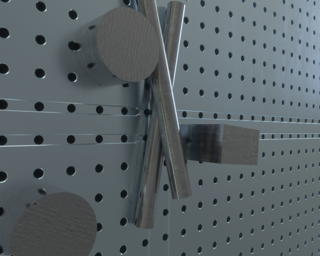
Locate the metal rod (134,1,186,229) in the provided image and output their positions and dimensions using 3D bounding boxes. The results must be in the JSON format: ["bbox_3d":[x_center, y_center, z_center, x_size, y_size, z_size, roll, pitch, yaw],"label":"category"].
[{"bbox_3d":[0.001,-0.022,0.409,0.025,0.025,0.298,14,81,-39],"label":"metal rod"}]

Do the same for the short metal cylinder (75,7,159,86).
[{"bbox_3d":[-0.048,-0.090,0.353,0.081,0.050,0.079,0,90,-40],"label":"short metal cylinder"}]

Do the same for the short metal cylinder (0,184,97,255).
[{"bbox_3d":[-0.110,0.098,0.301,0.081,0.050,0.079,0,90,-40],"label":"short metal cylinder"}]

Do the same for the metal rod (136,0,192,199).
[{"bbox_3d":[0.000,-0.062,0.385,0.025,0.025,0.298,-10,89,-40],"label":"metal rod"}]

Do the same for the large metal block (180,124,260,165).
[{"bbox_3d":[0.083,0.024,0.443,0.081,0.080,0.050,8,85,-40],"label":"large metal block"}]
